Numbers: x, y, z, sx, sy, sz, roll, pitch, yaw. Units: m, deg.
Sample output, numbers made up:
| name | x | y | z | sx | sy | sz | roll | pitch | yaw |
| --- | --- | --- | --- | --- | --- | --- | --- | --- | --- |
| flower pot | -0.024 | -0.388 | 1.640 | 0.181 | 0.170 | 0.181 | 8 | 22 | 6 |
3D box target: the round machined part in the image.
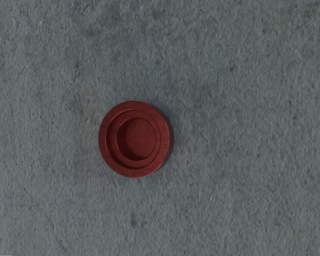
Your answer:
| name | x | y | z | sx | sy | sz | roll | pitch | yaw |
| --- | --- | --- | --- | --- | --- | --- | --- | --- | --- |
| round machined part | -0.028 | 0.014 | 0.409 | 0.098 | 0.042 | 0.097 | 0 | 90 | 19 |
